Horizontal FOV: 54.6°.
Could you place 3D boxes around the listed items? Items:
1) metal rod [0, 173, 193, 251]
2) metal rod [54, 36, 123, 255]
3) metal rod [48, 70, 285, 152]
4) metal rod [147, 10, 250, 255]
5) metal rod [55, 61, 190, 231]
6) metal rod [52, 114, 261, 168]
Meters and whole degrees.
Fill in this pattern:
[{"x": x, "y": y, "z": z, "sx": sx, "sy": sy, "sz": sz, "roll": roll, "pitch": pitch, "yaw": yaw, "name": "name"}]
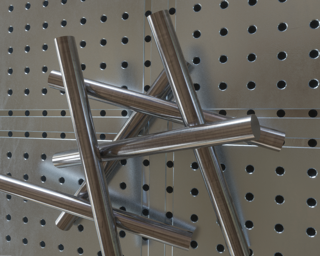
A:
[{"x": -0.104, "y": 0.110, "z": 0.425, "sx": 0.301, "sy": 0.025, "sz": 0.025, "roll": 14, "pitch": 95, "yaw": 10, "name": "metal rod"}, {"x": -0.086, "y": 0.037, "z": 0.387, "sx": 0.025, "sy": 0.025, "sz": 0.298, "roll": -10, "pitch": 94, "yaw": 20, "name": "metal rod"}, {"x": 0.000, "y": -0.025, "z": 0.389, "sx": 0.301, "sy": 0.025, "sz": 0.025, "roll": 16, "pitch": 96, "yaw": 10, "name": "metal rod"}, {"x": 0.048, "y": 0.015, "z": 0.359, "sx": 0.025, "sy": 0.025, "sz": 0.299, "roll": -17, "pitch": 98, "yaw": 19, "name": "metal rod"}, {"x": -0.058, "y": 0.027, "z": 0.433, "sx": 0.025, "sy": 0.025, "sz": 0.299, "roll": 40, "pitch": 102, "yaw": 15, "name": "metal rod"}, {"x": -0.030, "y": 0.023, "z": 0.378, "sx": 0.300, "sy": 0.025, "sz": 0.025, "roll": -12, "pitch": 86, "yaw": 35, "name": "metal rod"}]
